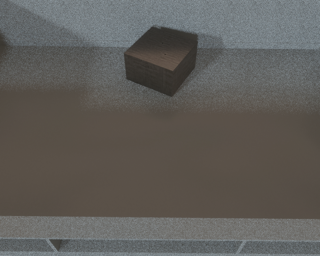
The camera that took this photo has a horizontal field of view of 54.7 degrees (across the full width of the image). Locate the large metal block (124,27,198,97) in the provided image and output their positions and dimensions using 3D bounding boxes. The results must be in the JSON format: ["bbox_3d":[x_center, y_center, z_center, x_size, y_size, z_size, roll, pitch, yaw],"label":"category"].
[{"bbox_3d":[0.003,-0.104,0.476,0.080,0.050,0.080,24,54,18],"label":"large metal block"}]
